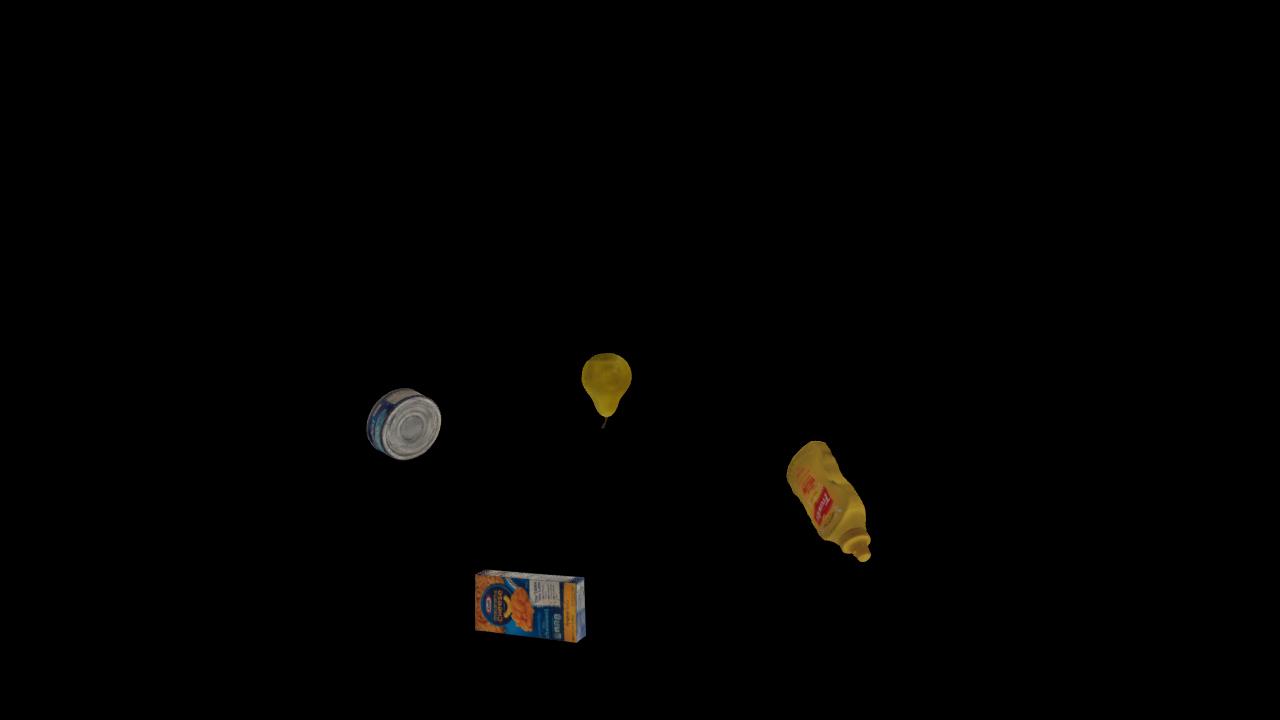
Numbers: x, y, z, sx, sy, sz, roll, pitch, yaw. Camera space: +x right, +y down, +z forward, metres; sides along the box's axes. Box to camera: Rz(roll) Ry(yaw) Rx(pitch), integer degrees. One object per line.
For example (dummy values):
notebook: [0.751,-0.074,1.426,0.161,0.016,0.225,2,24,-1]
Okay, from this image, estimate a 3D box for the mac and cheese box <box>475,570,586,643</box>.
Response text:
mac and cheese box: [-0.177,0.392,0.986,0.184,0.093,0.041,-3,-4,20]

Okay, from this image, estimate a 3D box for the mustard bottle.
mustard bottle: [0.280,0.211,0.892,0.054,0.092,0.184,12,33,-26]

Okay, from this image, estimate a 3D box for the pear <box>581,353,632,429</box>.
pear: [-0.048,0.048,0.938,0.080,0.111,0.080,-5,21,2]

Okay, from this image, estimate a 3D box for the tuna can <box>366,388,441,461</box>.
tuna can: [-0.287,0.079,0.752,0.034,0.084,0.084,18,10,35]
